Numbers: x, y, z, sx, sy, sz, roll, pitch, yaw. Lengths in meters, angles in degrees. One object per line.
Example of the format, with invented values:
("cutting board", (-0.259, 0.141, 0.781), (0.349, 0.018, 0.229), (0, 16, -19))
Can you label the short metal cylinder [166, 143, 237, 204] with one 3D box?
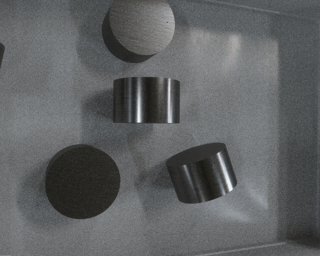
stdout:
("short metal cylinder", (0.054, 0.057, 0.403), (0.081, 0.080, 0.050), (-21, 98, -19))

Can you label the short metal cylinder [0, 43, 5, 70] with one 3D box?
("short metal cylinder", (-0.203, -0.068, 0.306), (0.081, 0.080, 0.050), (12, 86, -20))

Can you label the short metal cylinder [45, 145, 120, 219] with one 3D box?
("short metal cylinder", (-0.092, 0.060, 0.364), (0.081, 0.050, 0.079), (0, 90, -21))

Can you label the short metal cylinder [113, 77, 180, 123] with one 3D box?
("short metal cylinder", (-0.016, -0.031, 0.376), (0.081, 0.080, 0.050), (1, 90, -20))

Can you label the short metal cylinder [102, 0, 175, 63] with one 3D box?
("short metal cylinder", (-0.028, -0.126, 0.387), (0.081, 0.050, 0.079), (0, 90, -20))
